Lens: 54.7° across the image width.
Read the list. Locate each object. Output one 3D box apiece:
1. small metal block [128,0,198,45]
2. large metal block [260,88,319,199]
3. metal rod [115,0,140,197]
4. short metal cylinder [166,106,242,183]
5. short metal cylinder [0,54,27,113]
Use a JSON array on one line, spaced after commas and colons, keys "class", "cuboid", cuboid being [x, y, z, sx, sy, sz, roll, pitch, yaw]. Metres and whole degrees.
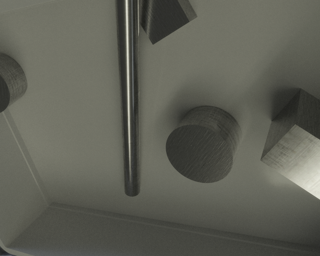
[{"class": "small metal block", "cuboid": [0.003, -0.125, 0.329, 0.050, 0.025, 0.050, -23, 107, 36]}, {"class": "large metal block", "cuboid": [0.154, 0.017, 0.302, 0.080, 0.080, 0.050, 34, 129, 5]}, {"class": "metal rod", "cuboid": [-0.038, -0.017, 0.399, 0.025, 0.025, 0.298, 17, 131, 18]}, {"class": "short metal cylinder", "cuboid": [0.054, 0.019, 0.375, 0.080, 0.050, 0.079, 13, 124, 20]}, {"class": "short metal cylinder", "cuboid": [-0.252, -0.067, 0.467, 0.080, 0.050, 0.079, 3, 119, 6]}]
